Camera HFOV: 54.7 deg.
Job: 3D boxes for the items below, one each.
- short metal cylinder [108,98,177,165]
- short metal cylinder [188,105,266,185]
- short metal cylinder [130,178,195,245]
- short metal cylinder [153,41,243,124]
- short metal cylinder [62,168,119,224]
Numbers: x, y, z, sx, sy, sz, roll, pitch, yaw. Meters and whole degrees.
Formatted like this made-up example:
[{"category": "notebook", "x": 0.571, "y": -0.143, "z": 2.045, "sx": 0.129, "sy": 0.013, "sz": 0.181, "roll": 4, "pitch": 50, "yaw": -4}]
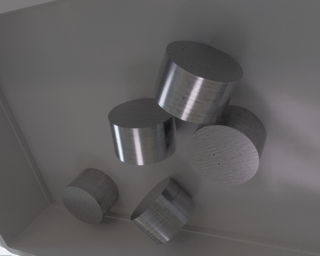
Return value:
[{"category": "short metal cylinder", "x": -0.020, "y": 0.002, "z": 0.385, "sx": 0.080, "sy": 0.080, "sz": 0.050, "roll": 8, "pitch": 122, "yaw": 24}, {"category": "short metal cylinder", "x": 0.079, "y": 0.020, "z": 0.363, "sx": 0.080, "sy": 0.050, "sz": 0.079, "roll": 13, "pitch": 124, "yaw": 21}, {"category": "short metal cylinder", "x": 0.004, "y": 0.118, "z": 0.444, "sx": 0.050, "sy": 0.080, "sz": 0.080, "roll": 44, "pitch": 129, "yaw": -3}, {"category": "short metal cylinder", "x": 0.038, "y": -0.049, "z": 0.323, "sx": 0.080, "sy": 0.080, "sz": 0.050, "roll": 28, "pitch": 128, "yaw": 11}, {"category": "short metal cylinder", "x": -0.118, "y": 0.116, "z": 0.526, "sx": 0.080, "sy": 0.050, "sz": 0.079, "roll": 13, "pitch": 124, "yaw": 21}]
